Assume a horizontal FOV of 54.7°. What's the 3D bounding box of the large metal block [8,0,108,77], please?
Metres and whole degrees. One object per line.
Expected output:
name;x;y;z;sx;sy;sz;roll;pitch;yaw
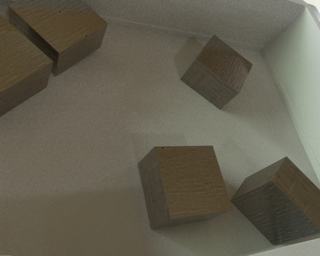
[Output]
large metal block;-0.128;-0.126;0.393;0.080;0.050;0.080;44;58;1

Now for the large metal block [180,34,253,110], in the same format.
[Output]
large metal block;0.092;-0.090;0.496;0.080;0.050;0.080;37;51;-4

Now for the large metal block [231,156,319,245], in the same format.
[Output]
large metal block;0.153;0.095;0.397;0.080;0.080;0.050;46;51;3

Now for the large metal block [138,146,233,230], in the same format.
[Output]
large metal block;0.027;0.068;0.364;0.081;0.050;0.080;1;61;-28

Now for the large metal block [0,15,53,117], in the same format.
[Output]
large metal block;-0.179;-0.065;0.334;0.080;0.050;0.080;42;51;0
